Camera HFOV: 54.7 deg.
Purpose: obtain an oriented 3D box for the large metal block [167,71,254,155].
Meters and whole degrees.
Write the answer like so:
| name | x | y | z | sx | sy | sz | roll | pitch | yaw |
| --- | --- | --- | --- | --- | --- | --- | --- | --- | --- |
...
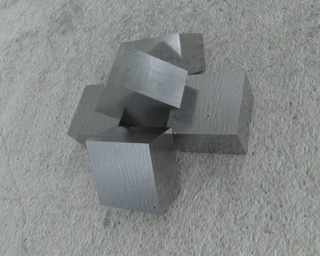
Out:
| name | x | y | z | sx | sy | sz | roll | pitch | yaw |
| --- | --- | --- | --- | --- | --- | --- | --- | --- | --- |
| large metal block | 0.060 | -0.017 | 0.364 | 0.080 | 0.050 | 0.080 | 0 | 62 | 28 |

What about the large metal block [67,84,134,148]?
| name | x | y | z | sx | sy | sz | roll | pitch | yaw |
| --- | --- | --- | --- | --- | --- | --- | --- | --- | --- |
| large metal block | -0.071 | -0.015 | 0.434 | 0.080 | 0.050 | 0.080 | 0 | 62 | 27 |

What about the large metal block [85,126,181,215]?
| name | x | y | z | sx | sy | sz | roll | pitch | yaw |
| --- | --- | --- | --- | --- | --- | --- | --- | --- | --- |
| large metal block | -0.028 | 0.044 | 0.349 | 0.080 | 0.079 | 0.050 | 1 | 19 | 29 |

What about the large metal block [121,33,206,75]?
| name | x | y | z | sx | sy | sz | roll | pitch | yaw |
| --- | --- | --- | --- | --- | --- | --- | --- | --- | --- |
| large metal block | 0.008 | -0.096 | 0.416 | 0.080 | 0.080 | 0.050 | 0 | 105 | 28 |

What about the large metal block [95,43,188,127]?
| name | x | y | z | sx | sy | sz | roll | pitch | yaw |
| --- | --- | --- | --- | --- | --- | --- | --- | --- | --- |
| large metal block | -0.024 | -0.043 | 0.365 | 0.080 | 0.080 | 0.050 | 136 | 151 | -61 |
